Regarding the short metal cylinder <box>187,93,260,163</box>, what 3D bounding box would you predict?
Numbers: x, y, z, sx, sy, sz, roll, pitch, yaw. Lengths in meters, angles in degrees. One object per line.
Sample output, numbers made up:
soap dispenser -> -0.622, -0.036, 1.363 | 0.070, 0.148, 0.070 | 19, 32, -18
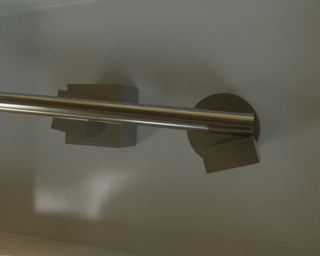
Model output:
short metal cylinder -> 0.077, 0.001, 0.368 | 0.080, 0.050, 0.079 | 0, 90, 19

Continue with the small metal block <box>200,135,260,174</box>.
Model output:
small metal block -> 0.073, 0.026, 0.315 | 0.050, 0.050, 0.025 | -15, 85, 19

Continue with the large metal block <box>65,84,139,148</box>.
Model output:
large metal block -> -0.078, -0.017, 0.420 | 0.080, 0.050, 0.079 | 3, 91, 19

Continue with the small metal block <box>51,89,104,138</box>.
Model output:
small metal block -> -0.104, -0.018, 0.391 | 0.050, 0.025, 0.050 | 14, 94, 19

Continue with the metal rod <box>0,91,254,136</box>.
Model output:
metal rod -> -0.051, -0.018, 0.351 | 0.301, 0.025, 0.025 | 6, 92, 11
